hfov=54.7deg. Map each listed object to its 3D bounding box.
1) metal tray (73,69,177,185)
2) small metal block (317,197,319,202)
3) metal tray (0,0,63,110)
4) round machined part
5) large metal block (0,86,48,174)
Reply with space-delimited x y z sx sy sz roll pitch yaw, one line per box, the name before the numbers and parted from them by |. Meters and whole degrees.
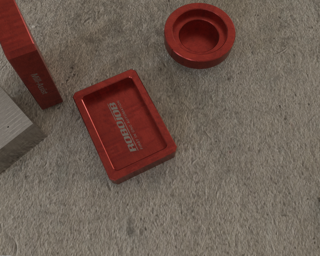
metal tray | -0.046 -0.004 0.406 0.091 0.030 0.130 -25 72 -9
small metal block | 0.231 0.098 0.374 0.050 0.025 0.050 -19 71 -7
metal tray | -0.164 -0.090 0.383 0.030 0.130 0.090 -25 72 -13
round machined part | 0.055 -0.127 0.446 0.099 0.042 0.098 0 70 0
large metal block | -0.208 0.002 0.393 0.080 0.050 0.080 -42 76 -14
